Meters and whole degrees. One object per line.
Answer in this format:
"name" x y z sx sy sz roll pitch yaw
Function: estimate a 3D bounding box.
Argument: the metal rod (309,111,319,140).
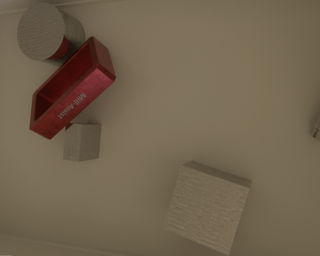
"metal rod" 0.200 -0.110 0.260 0.025 0.025 0.298 23 129 18

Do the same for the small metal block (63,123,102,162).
"small metal block" -0.108 0.019 0.434 0.025 0.050 0.050 6 92 19

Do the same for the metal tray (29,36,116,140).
"metal tray" -0.122 -0.056 0.423 0.130 0.030 0.090 -39 40 15

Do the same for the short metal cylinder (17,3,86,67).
"short metal cylinder" -0.157 -0.133 0.451 0.080 0.050 0.079 0 90 19

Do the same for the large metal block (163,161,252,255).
"large metal block" 0.059 0.092 0.376 0.080 0.050 0.080 17 96 18
